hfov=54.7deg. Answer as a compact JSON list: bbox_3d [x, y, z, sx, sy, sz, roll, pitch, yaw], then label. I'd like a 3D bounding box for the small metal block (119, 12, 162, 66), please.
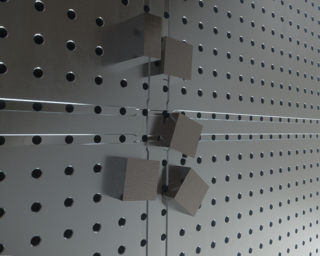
[{"bbox_3d":[-0.024,-0.106,0.374,0.025,0.050,0.050,2,89,-40],"label":"small metal block"}]

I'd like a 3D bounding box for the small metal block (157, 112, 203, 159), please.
[{"bbox_3d":[0.029,0.011,0.436,0.050,0.025,0.050,27,73,-37],"label":"small metal block"}]

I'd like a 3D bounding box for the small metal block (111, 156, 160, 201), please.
[{"bbox_3d":[-0.030,0.063,0.386,0.050,0.025,0.050,10,83,-40],"label":"small metal block"}]

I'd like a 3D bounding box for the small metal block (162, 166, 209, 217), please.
[{"bbox_3d":[0.038,0.090,0.444,0.050,0.025,0.050,48,62,-30],"label":"small metal block"}]

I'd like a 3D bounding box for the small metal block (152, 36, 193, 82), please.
[{"bbox_3d":[0.017,-0.093,0.426,0.050,0.025,0.050,6,86,-40],"label":"small metal block"}]
